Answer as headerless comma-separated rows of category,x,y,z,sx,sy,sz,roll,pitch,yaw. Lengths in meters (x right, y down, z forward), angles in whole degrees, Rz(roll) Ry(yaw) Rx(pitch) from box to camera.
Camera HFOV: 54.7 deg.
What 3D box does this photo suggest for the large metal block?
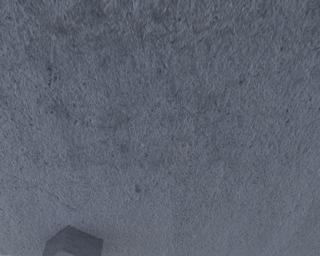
large metal block,-0.168,0.239,0.593,0.080,0.050,0.080,35,122,-26
